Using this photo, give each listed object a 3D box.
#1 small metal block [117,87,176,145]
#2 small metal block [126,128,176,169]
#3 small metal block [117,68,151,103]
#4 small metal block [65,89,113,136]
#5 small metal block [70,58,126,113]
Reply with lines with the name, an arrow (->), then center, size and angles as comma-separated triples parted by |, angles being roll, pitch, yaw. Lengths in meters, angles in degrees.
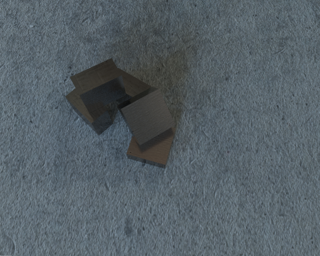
small metal block -> -0.017, -0.015, 0.375 | 0.050, 0.025, 0.050 | -30, 110, -11
small metal block -> -0.011, 0.020, 0.402 | 0.050, 0.025, 0.050 | 15, 71, 5
small metal block -> -0.039, -0.047, 0.413 | 0.050, 0.050, 0.025 | 31, 73, 10
small metal block -> -0.091, -0.022, 0.403 | 0.025, 0.050, 0.050 | -43, 76, -14
small metal block -> -0.070, -0.048, 0.360 | 0.050, 0.050, 0.025 | -28, 73, -10
